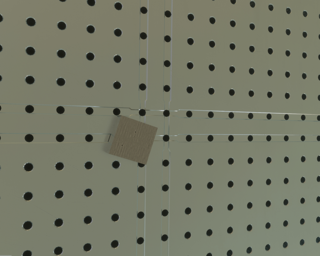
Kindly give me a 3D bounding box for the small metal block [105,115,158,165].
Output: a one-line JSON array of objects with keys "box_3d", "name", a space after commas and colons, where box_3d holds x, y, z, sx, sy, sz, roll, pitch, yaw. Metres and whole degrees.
[{"box_3d": [-0.037, 0.015, 0.400, 0.050, 0.025, 0.050, 20, 83, -19], "name": "small metal block"}]
